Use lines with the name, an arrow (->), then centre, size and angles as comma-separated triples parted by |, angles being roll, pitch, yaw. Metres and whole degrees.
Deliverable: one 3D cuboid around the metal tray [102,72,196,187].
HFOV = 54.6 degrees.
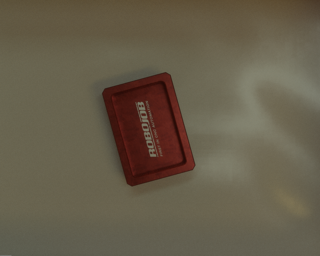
metal tray -> -0.014, 0.002, 0.408 | 0.090, 0.030, 0.129 | -15, 90, 0
